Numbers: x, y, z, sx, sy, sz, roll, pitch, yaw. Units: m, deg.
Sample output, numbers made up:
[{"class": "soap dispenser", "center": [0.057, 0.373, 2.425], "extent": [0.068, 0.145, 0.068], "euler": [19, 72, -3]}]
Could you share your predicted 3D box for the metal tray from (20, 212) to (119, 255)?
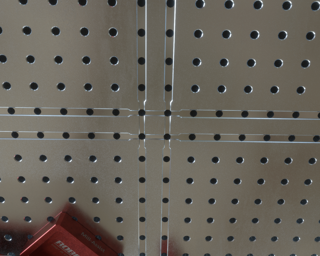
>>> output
[{"class": "metal tray", "center": [-0.136, 0.203, 0.483], "extent": [0.090, 0.030, 0.130], "euler": [-41, 106, 13]}]

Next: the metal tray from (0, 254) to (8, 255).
[{"class": "metal tray", "center": [-0.261, 0.229, 0.474], "extent": [0.131, 0.030, 0.089], "euler": [17, 120, 1]}]
